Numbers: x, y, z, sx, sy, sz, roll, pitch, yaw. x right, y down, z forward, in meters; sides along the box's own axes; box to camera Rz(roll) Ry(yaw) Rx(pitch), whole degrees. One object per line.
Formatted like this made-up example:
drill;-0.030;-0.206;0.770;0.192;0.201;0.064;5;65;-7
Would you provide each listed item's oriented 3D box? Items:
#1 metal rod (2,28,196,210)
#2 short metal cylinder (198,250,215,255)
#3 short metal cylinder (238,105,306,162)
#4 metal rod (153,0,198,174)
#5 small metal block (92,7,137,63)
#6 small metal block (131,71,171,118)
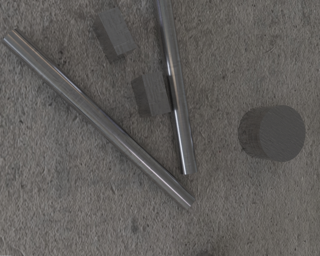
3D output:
metal rod;-0.064;-0.001;0.385;0.300;0.025;0.025;45;76;-15
short metal cylinder;0.078;0.206;0.409;0.080;0.080;0.050;32;80;-17
short metal cylinder;0.164;0.008;0.456;0.081;0.050;0.079;0;90;-20
metal rod;0.016;-0.087;0.414;0.025;0.025;0.298;-10;94;-20
small metal block;-0.056;-0.110;0.375;0.025;0.050;0.050;-28;100;-18
small metal block;-0.013;-0.041;0.391;0.025;0.050;0.050;-15;95;-19
